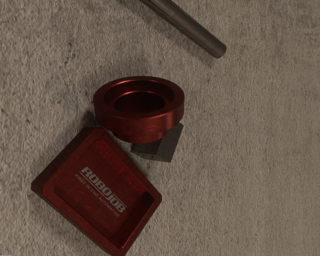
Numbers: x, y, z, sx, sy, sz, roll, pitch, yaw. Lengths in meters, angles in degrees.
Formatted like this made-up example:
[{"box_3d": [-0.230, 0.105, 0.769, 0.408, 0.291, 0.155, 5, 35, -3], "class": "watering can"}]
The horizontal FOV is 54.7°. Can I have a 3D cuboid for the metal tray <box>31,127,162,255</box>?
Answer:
[{"box_3d": [-0.064, 0.073, 0.349, 0.090, 0.030, 0.130, -52, 121, -27], "class": "metal tray"}]

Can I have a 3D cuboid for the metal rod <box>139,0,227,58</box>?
[{"box_3d": [-0.015, -0.170, 0.393, 0.302, 0.025, 0.025, 25, 75, -38], "class": "metal rod"}]

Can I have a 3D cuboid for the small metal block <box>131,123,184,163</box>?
[{"box_3d": [-0.004, 0.013, 0.387, 0.025, 0.050, 0.050, 33, 69, -36], "class": "small metal block"}]

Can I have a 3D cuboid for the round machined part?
[{"box_3d": [-0.023, -0.019, 0.347, 0.099, 0.098, 0.042, -30, 134, -36], "class": "round machined part"}]
